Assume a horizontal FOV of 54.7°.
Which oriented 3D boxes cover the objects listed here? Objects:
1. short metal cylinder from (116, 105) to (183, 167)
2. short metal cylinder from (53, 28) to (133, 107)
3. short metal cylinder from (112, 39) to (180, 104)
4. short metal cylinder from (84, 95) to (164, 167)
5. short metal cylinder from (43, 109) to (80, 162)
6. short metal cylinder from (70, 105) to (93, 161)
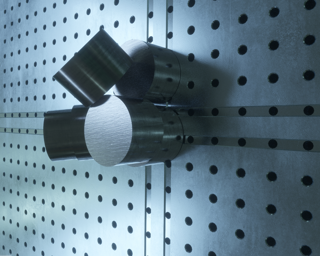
[{"bbox_3d":[-0.017,0.009,0.406,0.080,0.050,0.080,0,90,40],"label":"short metal cylinder"},{"bbox_3d":[-0.078,-0.070,0.364,0.080,0.080,0.050,-30,115,36],"label":"short metal cylinder"},{"bbox_3d":[-0.020,-0.072,0.409,0.080,0.050,0.079,0,90,40],"label":"short metal cylinder"},{"bbox_3d":[-0.043,0.003,0.361,0.080,0.050,0.080,0,90,40],"label":"short metal cylinder"},{"bbox_3d":[-0.143,0.010,0.483,0.050,0.080,0.080,-6,85,-2],"label":"short metal cylinder"},{"bbox_3d":[-0.091,0.005,0.439,0.050,0.080,0.080,-5,86,-2],"label":"short metal cylinder"}]
